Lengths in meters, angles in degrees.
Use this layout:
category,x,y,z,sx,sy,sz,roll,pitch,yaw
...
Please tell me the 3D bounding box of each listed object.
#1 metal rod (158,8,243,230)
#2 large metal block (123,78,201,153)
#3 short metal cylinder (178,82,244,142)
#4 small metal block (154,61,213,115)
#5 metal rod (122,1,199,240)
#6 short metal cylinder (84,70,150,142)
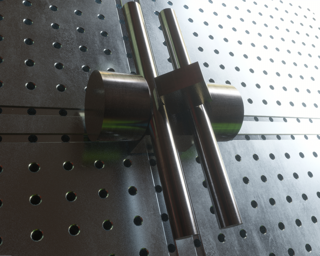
category,x,y,z,sx,sy,sz,roll,pitch,yaw
metal rod,0.042,-0.031,0.381,0.025,0.025,0.299,1,61,-28
large metal block,0.001,-0.015,0.397,0.081,0.050,0.080,1,61,-28
short metal cylinder,0.066,-0.021,0.416,0.050,0.080,0.080,0,62,-27
small metal block,0.027,-0.043,0.348,0.050,0.050,0.025,-19,65,12
metal rod,-0.007,-0.029,0.354,0.025,0.025,0.299,1,61,-28
short metal cylinder,-0.051,-0.024,0.355,0.050,0.080,0.080,2,61,-28
